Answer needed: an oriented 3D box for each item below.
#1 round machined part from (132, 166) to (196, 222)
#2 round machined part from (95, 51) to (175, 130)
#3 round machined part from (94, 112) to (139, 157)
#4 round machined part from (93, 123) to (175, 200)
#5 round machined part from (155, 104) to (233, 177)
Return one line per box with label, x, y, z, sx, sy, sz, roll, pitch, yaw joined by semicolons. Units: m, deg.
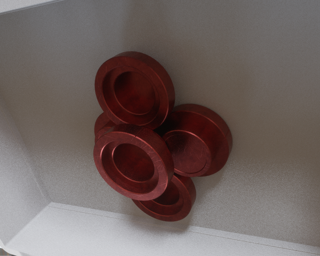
round machined part;0.005;0.082;0.442;0.098;0.042;0.097;13;124;20
round machined part;-0.027;-0.046;0.379;0.098;0.042;0.097;13;124;20
round machined part;-0.051;0.019;0.432;0.098;0.042;0.097;13;124;20
round machined part;-0.028;0.037;0.376;0.098;0.042;0.097;13;124;20
round machined part;0.037;0.022;0.388;0.098;0.042;0.097;13;124;20
